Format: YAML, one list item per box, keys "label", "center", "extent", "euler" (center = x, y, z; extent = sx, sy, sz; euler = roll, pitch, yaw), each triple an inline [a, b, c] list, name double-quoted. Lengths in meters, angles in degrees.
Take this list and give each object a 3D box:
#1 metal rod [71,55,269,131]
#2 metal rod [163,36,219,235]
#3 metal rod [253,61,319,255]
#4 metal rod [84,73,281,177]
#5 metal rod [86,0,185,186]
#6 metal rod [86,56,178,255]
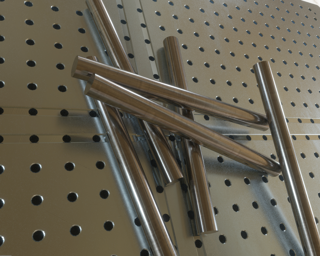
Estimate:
- label: "metal rod"
  center: [0.035, -0.038, 0.413]
  extent: [0.302, 0.025, 0.025]
  euler: [13, 56, -28]
- label: "metal rod"
  center: [0.037, -0.009, 0.432]
  extent: [0.025, 0.025, 0.299]
  euler: [6, 59, -25]
- label: "metal rod"
  center: [0.183, 0.043, 0.445]
  extent: [0.025, 0.025, 0.299]
  euler: [-2, 73, -29]
- label: "metal rod"
  center: [0.049, 0.007, 0.394]
  extent: [0.302, 0.025, 0.025]
  euler: [24, 52, -27]
- label: "metal rod"
  center: [-0.041, -0.064, 0.424]
  extent: [0.025, 0.025, 0.299]
  euler: [-12, 68, -33]
- label: "metal rod"
  center: [-0.036, 0.042, 0.362]
  extent: [0.025, 0.025, 0.299]
  euler: [-12, 68, -33]
